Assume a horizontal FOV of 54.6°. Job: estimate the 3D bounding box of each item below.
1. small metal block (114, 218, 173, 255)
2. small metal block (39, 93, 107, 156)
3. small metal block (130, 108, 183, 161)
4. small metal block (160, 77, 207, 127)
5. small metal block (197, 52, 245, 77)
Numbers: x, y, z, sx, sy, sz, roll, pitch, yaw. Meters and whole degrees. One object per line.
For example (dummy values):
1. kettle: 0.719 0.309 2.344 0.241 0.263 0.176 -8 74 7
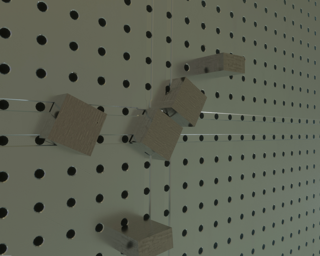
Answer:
1. small metal block: -0.020 0.134 0.375 0.050 0.050 0.025 -7 95 -40
2. small metal block: -0.092 -0.003 0.331 0.050 0.025 0.050 30 72 -36
3. small metal block: -0.003 0.009 0.405 0.050 0.025 0.050 37 67 -34
4. small metal block: 0.034 -0.036 0.436 0.050 0.025 0.050 38 67 -34
5. small metal block: 0.092 -0.094 0.469 0.050 0.050 0.025 -2 91 -40
